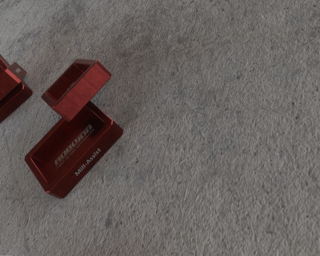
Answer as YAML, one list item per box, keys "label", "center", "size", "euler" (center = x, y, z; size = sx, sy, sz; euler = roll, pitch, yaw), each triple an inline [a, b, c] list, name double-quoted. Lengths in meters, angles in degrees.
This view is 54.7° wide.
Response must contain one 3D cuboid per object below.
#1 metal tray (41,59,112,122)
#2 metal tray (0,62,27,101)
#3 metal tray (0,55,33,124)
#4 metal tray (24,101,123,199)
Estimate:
- label: "metal tray"
  center: [-0.133, -0.063, 0.477]
  size: [0.090, 0.030, 0.130]
  euler: [-50, 29, -9]
- label: "metal tray"
  center: [-0.292, -0.074, 0.565]
  size: [0.090, 0.030, 0.130]
  euler: [-43, 25, -2]
- label: "metal tray"
  center: [-0.316, -0.082, 0.586]
  size: [0.090, 0.030, 0.130]
  euler: [-44, 72, -4]
- label: "metal tray"
  center: [-0.127, 0.025, 0.451]
  size: [0.130, 0.030, 0.090]
  euler: [-48, 51, -6]
